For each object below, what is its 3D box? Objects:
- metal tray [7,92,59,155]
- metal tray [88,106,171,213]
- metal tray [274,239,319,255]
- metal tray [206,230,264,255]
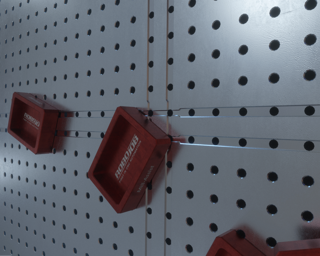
[{"bbox_3d":[-0.257,-0.012,0.620,0.130,0.030,0.089,25,106,37],"label":"metal tray"},{"bbox_3d":[-0.049,0.045,0.447,0.090,0.030,0.129,41,115,32],"label":"metal tray"},{"bbox_3d":[0.155,0.161,0.257,0.090,0.030,0.129,-12,81,17],"label":"metal tray"},{"bbox_3d":[0.078,0.193,0.342,0.090,0.030,0.129,36,112,34],"label":"metal tray"}]
